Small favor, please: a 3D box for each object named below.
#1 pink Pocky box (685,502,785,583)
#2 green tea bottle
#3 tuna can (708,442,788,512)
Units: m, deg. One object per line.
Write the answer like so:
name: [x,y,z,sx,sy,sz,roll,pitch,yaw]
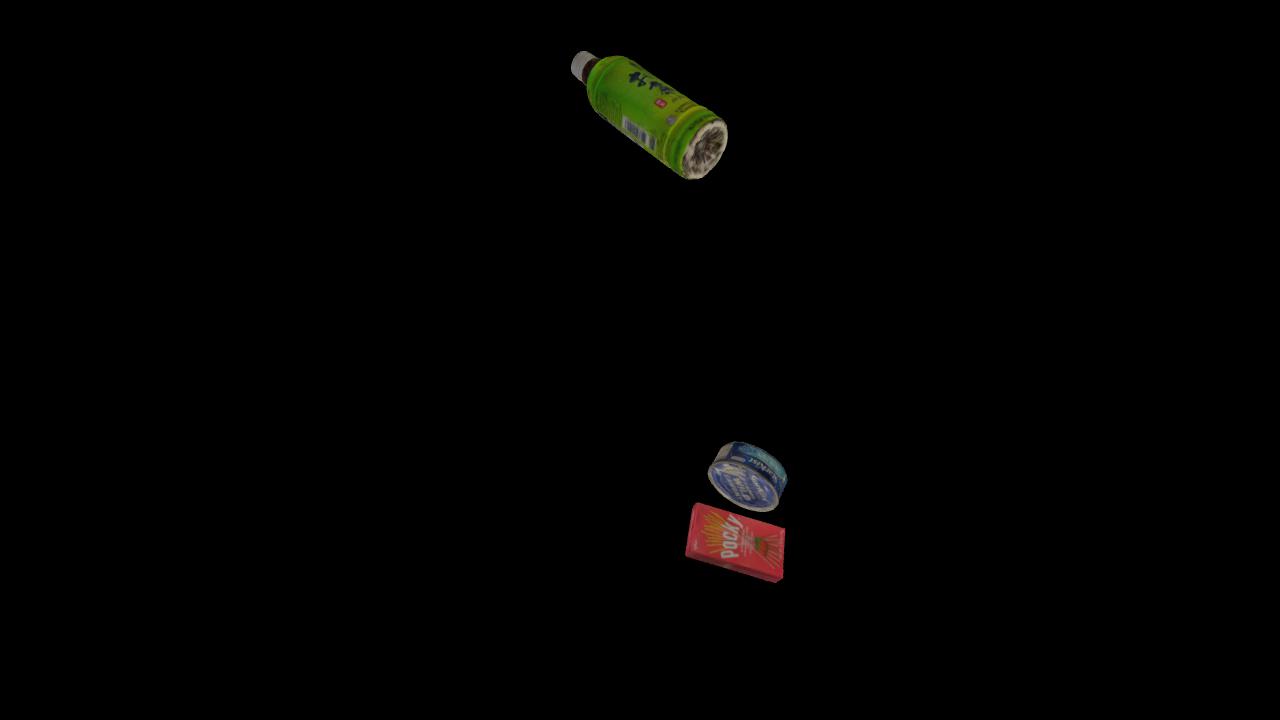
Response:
pink Pocky box: [0.152,0.287,0.968,0.155,0.084,0.029,18,-38,-5]
green tea bottle: [-0.001,-0.277,0.670,0.212,0.073,0.073,42,20,24]
tuna can: [0.121,0.131,0.688,0.084,0.084,0.034,0,42,42]
